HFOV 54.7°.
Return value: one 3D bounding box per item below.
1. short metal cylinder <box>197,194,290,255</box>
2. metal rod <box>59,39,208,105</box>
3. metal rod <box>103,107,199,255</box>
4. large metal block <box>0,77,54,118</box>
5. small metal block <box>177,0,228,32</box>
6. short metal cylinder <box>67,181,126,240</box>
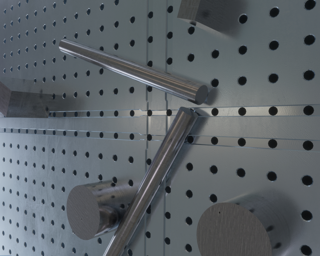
[{"bbox_3d":[0.086,0.113,0.322,0.080,0.050,0.079,0,90,40],"label":"short metal cylinder"},{"bbox_3d":[-0.059,-0.092,0.457,0.300,0.025,0.025,26,107,37],"label":"metal rod"},{"bbox_3d":[-0.027,0.105,0.431,0.025,0.025,0.298,41,114,32],"label":"metal rod"},{"bbox_3d":[-0.265,-0.059,0.592,0.080,0.081,0.050,32,110,35],"label":"large metal block"},{"bbox_3d":[0.051,-0.142,0.351,0.025,0.050,0.050,25,106,37],"label":"small metal block"},{"bbox_3d":[-0.098,0.124,0.474,0.080,0.050,0.079,0,90,40],"label":"short metal cylinder"}]
